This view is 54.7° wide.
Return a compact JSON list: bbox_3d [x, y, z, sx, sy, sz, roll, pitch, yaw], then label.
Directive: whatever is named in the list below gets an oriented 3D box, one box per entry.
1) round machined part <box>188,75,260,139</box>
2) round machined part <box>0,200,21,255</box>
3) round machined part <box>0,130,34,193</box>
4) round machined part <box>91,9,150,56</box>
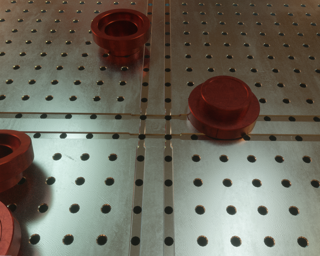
[{"bbox_3d":[0.088,-0.035,0.427,0.099,0.042,0.098,0,50,0],"label":"round machined part"},{"bbox_3d":[-0.184,0.117,0.296,0.099,0.042,0.098,0,50,0],"label":"round machined part"},{"bbox_3d":[-0.192,0.041,0.344,0.099,0.042,0.098,0,24,0],"label":"round machined part"},{"bbox_3d":[-0.066,-0.160,0.530,0.099,0.042,0.098,0,50,0],"label":"round machined part"}]
